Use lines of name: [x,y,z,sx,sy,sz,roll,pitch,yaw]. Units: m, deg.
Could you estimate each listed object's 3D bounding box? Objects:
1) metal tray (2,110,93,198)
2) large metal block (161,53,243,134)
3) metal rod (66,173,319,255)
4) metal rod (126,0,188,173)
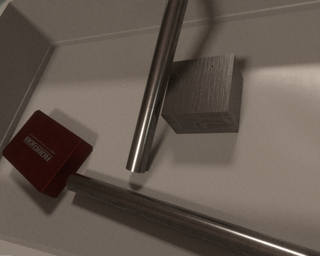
metal tray: [-0.174,0.035,0.470,0.130,0.030,0.090,27,76,36]
large metal block: [0.055,-0.040,0.385,0.080,0.050,0.080,-2,61,27]
metal rod: [0.008,0.096,0.341,0.300,0.025,0.025,10,67,32]
metal rod: [0.005,-0.091,0.379,0.025,0.025,0.298,17,96,34]
